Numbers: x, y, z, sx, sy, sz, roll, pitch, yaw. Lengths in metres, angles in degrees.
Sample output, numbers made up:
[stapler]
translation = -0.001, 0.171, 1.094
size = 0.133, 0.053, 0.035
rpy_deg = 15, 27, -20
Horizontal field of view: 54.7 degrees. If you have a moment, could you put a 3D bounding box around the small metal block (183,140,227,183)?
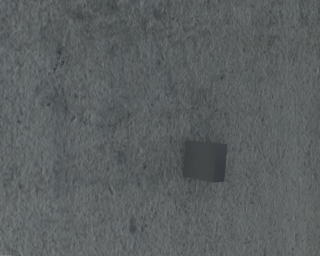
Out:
[small metal block]
translation = 0.060, 0.044, 0.416
size = 0.025, 0.050, 0.050
rpy_deg = 7, 88, -47
